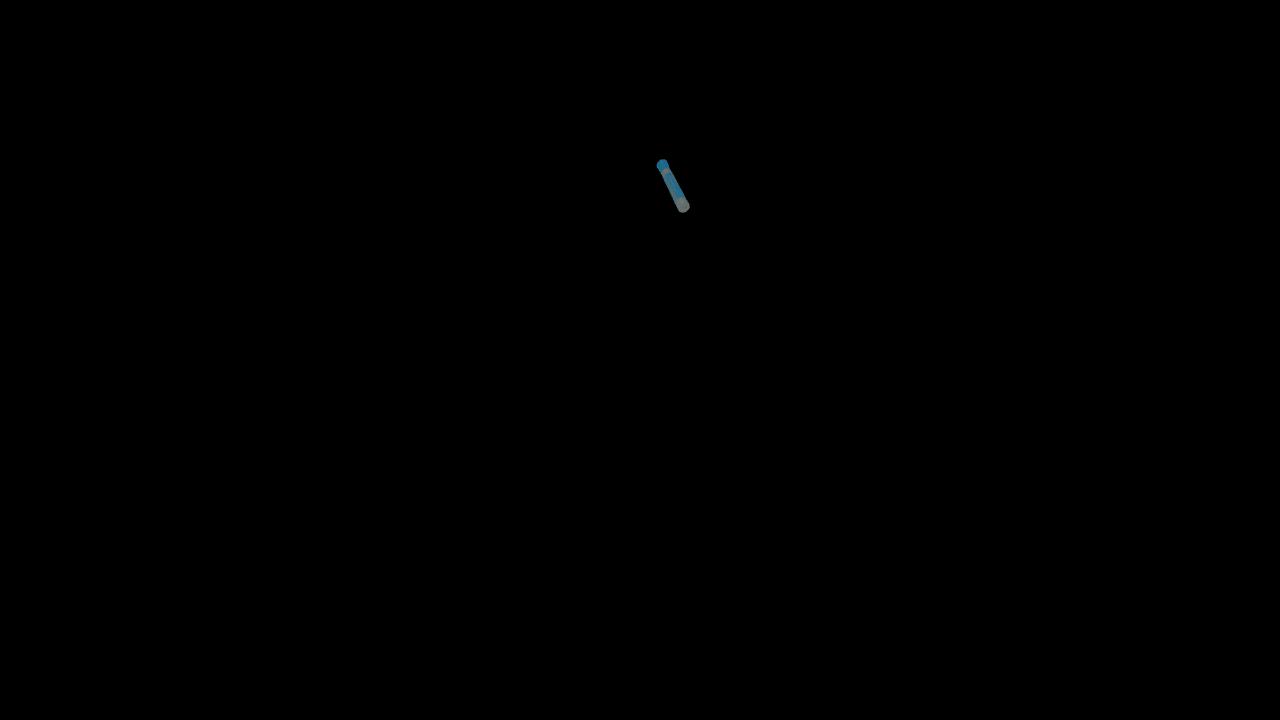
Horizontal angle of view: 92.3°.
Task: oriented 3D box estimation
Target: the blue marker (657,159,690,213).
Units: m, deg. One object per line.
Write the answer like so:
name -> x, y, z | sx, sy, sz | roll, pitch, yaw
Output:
blue marker -> 0.051, -0.278, 0.972 | 0.020, 0.121, 0.020 | -13, -36, -10
